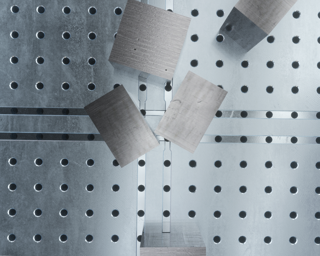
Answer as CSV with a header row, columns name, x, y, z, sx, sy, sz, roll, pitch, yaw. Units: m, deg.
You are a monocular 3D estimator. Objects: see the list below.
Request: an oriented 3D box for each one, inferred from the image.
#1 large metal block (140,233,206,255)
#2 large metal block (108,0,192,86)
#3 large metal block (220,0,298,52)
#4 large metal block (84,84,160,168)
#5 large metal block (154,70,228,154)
name,x,y,z,sx,sy,sz,roll,pitch,yaw
large metal block,0.016,0.185,0.401,0.081,0.050,0.079,0,90,-1
large metal block,-0.012,-0.108,0.401,0.080,0.050,0.080,18,90,-1
large metal block,0.128,-0.151,0.388,0.050,0.080,0.080,40,90,-1
large metal block,-0.043,-0.002,0.385,0.050,0.080,0.080,-32,90,0
large metal block,0.035,-0.018,0.386,0.050,0.080,0.080,29,90,-1
